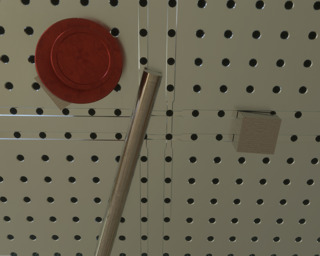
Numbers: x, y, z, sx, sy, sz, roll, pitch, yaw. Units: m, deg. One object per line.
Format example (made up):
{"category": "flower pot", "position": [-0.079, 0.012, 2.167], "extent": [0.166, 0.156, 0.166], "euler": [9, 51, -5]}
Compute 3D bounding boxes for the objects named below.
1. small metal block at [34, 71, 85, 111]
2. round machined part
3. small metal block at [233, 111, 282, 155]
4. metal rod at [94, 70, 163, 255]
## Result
{"category": "small metal block", "position": [-0.118, -0.059, 0.391], "extent": [0.050, 0.025, 0.050], "euler": [-32, 107, 11]}
{"category": "round machined part", "position": [-0.090, -0.077, 0.354], "extent": [0.099, 0.042, 0.097], "euler": [-2, 94, -23]}
{"category": "small metal block", "position": [0.129, 0.006, 0.417], "extent": [0.050, 0.025, 0.050], "euler": [4, 110, -2]}
{"category": "metal rod", "position": [-0.050, 0.065, 0.436], "extent": [0.025, 0.025, 0.298], "euler": [15, 109, -6]}
